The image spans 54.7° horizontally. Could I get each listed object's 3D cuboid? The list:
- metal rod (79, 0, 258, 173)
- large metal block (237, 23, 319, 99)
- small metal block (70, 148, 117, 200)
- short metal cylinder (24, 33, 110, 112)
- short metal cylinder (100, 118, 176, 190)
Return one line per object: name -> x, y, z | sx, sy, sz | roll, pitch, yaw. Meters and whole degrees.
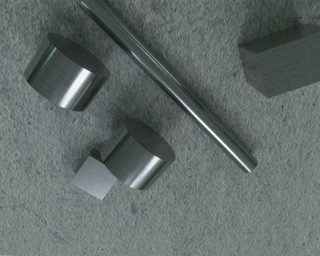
metal rod -> 0.021, -0.048, 0.392 | 0.025, 0.025, 0.300 | -42, 105, 14
large metal block -> 0.143, -0.080, 0.353 | 0.080, 0.080, 0.050 | -19, 109, 6
small metal block -> -0.088, 0.064, 0.432 | 0.050, 0.025, 0.050 | 33, 106, -12
short metal cylinder -> -0.105, -0.064, 0.356 | 0.080, 0.080, 0.050 | 35, 106, -12
short metal cylinder -> -0.027, 0.032, 0.392 | 0.080, 0.080, 0.050 | 36, 106, -13
